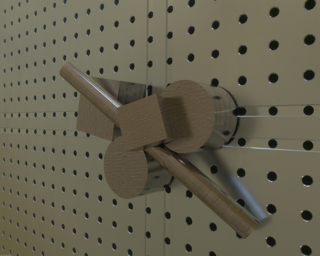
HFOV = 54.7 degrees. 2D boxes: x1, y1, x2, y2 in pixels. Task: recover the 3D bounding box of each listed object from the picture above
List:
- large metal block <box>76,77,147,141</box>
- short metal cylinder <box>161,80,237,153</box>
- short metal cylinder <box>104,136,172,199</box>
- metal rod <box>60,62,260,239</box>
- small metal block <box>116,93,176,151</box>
[{"bbox_3d":[-0.071,-0.029,0.445,0.080,0.050,0.079,14,99,39],"label":"large metal block"},{"bbox_3d":[0.040,-0.012,0.355,0.080,0.050,0.079,0,90,40],"label":"short metal cylinder"},{"bbox_3d":[-0.029,0.050,0.412,0.080,0.050,0.079,0,90,40],"label":"short metal cylinder"},{"bbox_3d":[-0.013,0.015,0.369,0.300,0.025,0.025,40,115,17],"label":"metal rod"},{"bbox_3d":[-0.016,-0.005,0.343,0.050,0.025,0.050,-18,78,20],"label":"small metal block"}]
